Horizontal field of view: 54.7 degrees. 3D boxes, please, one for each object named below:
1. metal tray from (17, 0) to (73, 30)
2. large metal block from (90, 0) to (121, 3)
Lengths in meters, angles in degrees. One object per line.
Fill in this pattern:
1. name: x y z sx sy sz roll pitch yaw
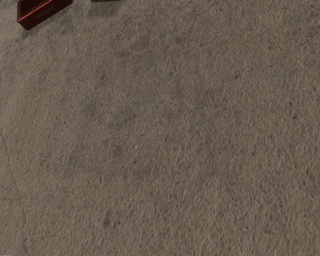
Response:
1. metal tray: -0.268 -0.292 0.716 0.130 0.030 0.090 -27 53 10
2. large metal block: -0.106 -0.305 0.628 0.080 0.050 0.080 12 68 32
